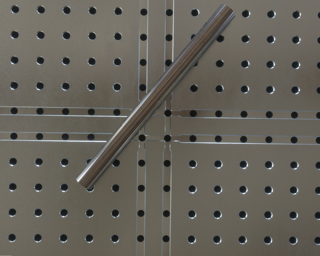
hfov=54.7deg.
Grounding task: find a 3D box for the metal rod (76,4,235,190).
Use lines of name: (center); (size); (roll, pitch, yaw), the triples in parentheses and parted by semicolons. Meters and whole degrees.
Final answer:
metal rod: (-0.006, -0.041, 0.413); (0.025, 0.025, 0.300); (40, 90, -1)
